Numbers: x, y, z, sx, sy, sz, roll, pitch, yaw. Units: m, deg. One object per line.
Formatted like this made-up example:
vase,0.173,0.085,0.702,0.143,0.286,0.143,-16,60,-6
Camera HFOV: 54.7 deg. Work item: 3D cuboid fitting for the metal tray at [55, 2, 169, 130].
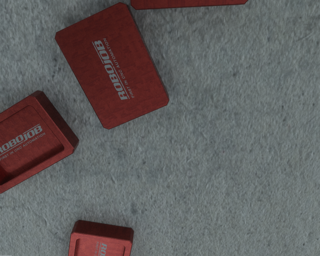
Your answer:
metal tray,-0.054,-0.073,0.379,0.090,0.030,0.129,-23,109,7

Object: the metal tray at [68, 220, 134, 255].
metal tray,-0.096,0.211,0.483,0.091,0.030,0.129,11,110,-5

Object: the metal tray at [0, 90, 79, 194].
metal tray,-0.188,0.020,0.411,0.130,0.030,0.090,-29,108,9

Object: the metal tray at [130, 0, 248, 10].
metal tray,0.031,-0.181,0.341,0.131,0.030,0.089,-3,110,0
